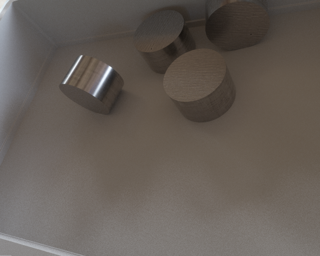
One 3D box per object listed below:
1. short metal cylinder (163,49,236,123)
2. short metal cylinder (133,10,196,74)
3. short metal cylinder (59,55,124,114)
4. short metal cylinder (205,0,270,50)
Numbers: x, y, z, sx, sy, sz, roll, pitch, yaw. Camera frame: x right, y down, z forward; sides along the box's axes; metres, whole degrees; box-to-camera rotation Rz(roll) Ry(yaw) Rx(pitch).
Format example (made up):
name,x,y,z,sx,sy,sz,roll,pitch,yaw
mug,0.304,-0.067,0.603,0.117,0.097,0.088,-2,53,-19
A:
name,x,y,z,sx,sy,sz,roll,pitch,yaw
short metal cylinder,0.051,-0.054,0.396,0.080,0.050,0.080,-13,56,21
short metal cylinder,0.007,-0.129,0.465,0.080,0.050,0.080,-13,56,21
short metal cylinder,-0.101,-0.063,0.462,0.080,0.080,0.050,13,69,33
short metal cylinder,0.101,-0.150,0.410,0.080,0.080,0.050,-9,58,23
